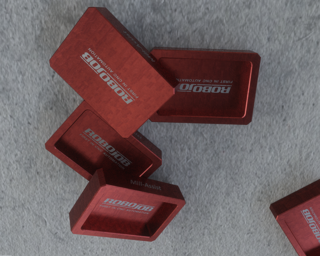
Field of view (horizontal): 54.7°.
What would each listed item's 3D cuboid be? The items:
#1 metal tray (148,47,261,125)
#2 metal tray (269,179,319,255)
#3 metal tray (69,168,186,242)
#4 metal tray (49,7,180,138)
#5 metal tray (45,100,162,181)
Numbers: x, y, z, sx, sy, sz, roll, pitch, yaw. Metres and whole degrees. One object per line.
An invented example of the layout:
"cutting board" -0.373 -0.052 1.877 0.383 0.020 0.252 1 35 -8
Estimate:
"metal tray" 0.052 -0.052 0.388 0.131 0.030 0.089 2 110 -1
"metal tray" 0.236 0.150 0.465 0.090 0.030 0.130 -32 108 10
"metal tray" -0.042 0.107 0.415 0.131 0.030 0.090 20 116 -33
"metal tray" -0.053 -0.063 0.362 0.130 0.030 0.090 45 114 -4
"metal tray" -0.073 0.030 0.416 0.130 0.030 0.090 41 105 -14
